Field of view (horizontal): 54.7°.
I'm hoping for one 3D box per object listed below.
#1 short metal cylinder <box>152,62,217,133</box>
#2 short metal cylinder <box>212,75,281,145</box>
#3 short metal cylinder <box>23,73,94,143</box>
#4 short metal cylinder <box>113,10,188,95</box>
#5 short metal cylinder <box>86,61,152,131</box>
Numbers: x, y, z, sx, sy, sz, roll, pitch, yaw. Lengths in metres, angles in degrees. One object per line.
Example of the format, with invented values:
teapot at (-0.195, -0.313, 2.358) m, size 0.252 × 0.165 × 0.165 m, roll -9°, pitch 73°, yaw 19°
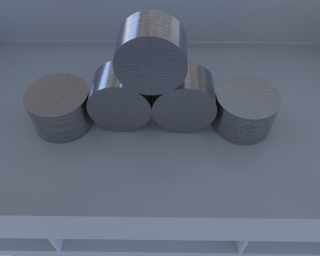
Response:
short metal cylinder at (0.031, -0.038, 0.399) m, size 0.080 × 0.080 × 0.050 m, roll 1°, pitch 50°, yaw 1°
short metal cylinder at (0.111, -0.025, 0.408) m, size 0.080 × 0.050 × 0.080 m, roll 0°, pitch 50°, yaw 0°
short metal cylinder at (-0.131, -0.027, 0.409) m, size 0.080 × 0.050 × 0.080 m, roll 0°, pitch 50°, yaw 0°
short metal cylinder at (-0.010, -0.083, 0.347) m, size 0.080 × 0.080 × 0.050 m, roll 1°, pitch 50°, yaw 1°
short metal cylinder at (-0.050, -0.040, 0.400) m, size 0.080 × 0.080 × 0.050 m, roll 1°, pitch 50°, yaw 1°
